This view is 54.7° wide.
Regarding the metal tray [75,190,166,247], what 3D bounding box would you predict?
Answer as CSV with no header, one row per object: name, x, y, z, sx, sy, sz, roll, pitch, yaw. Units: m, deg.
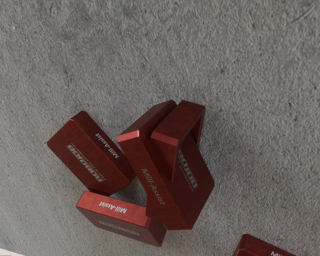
metal tray,-0.062,0.149,0.508,0.130,0.030,0.090,9,145,23

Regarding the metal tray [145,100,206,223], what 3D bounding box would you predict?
metal tray,0.019,0.042,0.380,0.030,0.090,0.129,18,126,19

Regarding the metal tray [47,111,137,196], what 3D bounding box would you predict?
metal tray,-0.107,0.047,0.489,0.130,0.030,0.090,49,129,-7

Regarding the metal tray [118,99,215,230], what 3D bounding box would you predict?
metal tray,0.014,0.043,0.367,0.030,0.090,0.130,-16,109,36

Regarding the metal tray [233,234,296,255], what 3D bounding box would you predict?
metal tray,0.168,0.217,0.449,0.130,0.030,0.089,22,127,15
